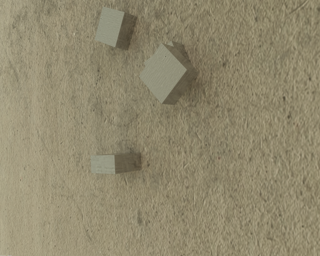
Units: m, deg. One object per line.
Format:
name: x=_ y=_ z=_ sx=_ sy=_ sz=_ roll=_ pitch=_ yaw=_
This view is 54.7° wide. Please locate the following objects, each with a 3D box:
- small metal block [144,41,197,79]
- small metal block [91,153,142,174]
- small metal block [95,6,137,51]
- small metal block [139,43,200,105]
small metal block: x=0.013 y=-0.074 z=0.395 sx=0.050 sy=0.025 sz=0.050 roll=-31 pitch=71 yaw=35
small metal block: x=-0.062 y=0.049 z=0.440 sx=0.050 sy=0.050 sz=0.025 roll=-5 pitch=87 yaw=40
small metal block: x=-0.066 y=-0.148 z=0.460 sx=0.050 sy=0.025 sz=0.050 roll=29 pitch=108 yaw=36
small metal block: x=0.010 y=-0.063 z=0.365 sx=0.050 sy=0.025 sz=0.050 roll=52 pitch=120 yaw=26
